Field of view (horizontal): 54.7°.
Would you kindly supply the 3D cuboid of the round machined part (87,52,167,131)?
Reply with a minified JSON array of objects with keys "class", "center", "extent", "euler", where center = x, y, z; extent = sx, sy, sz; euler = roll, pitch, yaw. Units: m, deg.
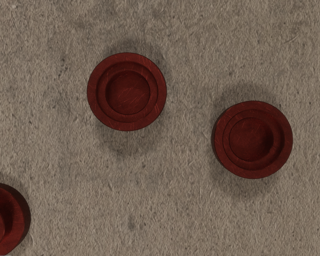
[{"class":"round machined part","center":[-0.041,-0.045,0.401],"extent":[0.099,0.042,0.097],"euler":[0,90,-1]}]

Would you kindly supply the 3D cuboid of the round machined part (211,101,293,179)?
[{"class":"round machined part","center":[0.116,0.015,0.403],"extent":[0.099,0.042,0.097],"euler":[0,90,-1]}]

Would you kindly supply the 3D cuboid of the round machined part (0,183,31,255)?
[{"class":"round machined part","center":[-0.224,0.123,0.399],"extent":[0.099,0.042,0.097],"euler":[0,90,-1]}]
